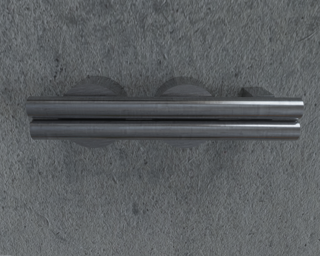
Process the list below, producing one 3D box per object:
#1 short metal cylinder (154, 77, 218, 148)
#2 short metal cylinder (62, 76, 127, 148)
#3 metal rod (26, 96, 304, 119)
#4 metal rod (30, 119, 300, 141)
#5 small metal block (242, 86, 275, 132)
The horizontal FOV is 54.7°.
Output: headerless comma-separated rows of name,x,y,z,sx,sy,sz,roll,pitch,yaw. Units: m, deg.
short metal cylinder,0.030,-0.021,0.391,0.081,0.050,0.079,0,110,0
short metal cylinder,-0.080,-0.021,0.388,0.081,0.050,0.079,0,110,0
metal rod,0.006,-0.023,0.349,0.302,0.025,0.025,0,110,-1
metal rod,0.006,0.002,0.358,0.302,0.025,0.025,0,110,-1
small metal block,0.121,-0.022,0.392,0.025,0.050,0.050,-2,110,0
